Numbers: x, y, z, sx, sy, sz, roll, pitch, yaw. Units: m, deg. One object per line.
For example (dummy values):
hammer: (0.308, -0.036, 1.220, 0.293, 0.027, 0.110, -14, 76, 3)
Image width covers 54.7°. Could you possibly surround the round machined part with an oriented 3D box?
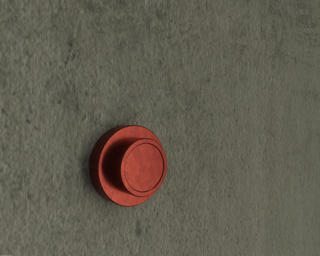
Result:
round machined part: (-0.030, 0.045, 0.370, 0.099, 0.042, 0.097, 0, 90, -40)
